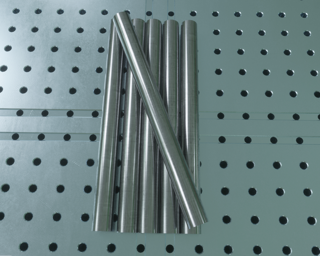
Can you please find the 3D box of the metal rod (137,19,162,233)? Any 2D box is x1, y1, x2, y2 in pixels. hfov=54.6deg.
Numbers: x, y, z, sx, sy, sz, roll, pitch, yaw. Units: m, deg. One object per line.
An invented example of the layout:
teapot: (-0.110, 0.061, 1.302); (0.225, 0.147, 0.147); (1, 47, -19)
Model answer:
metal rod: (-0.012, -0.016, 0.417); (0.025, 0.025, 0.299); (1, 70, 0)

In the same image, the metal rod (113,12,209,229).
metal rod: (-0.006, -0.024, 0.394); (0.025, 0.025, 0.299); (-18, 71, -6)

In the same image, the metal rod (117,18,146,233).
metal rod: (-0.036, -0.017, 0.417); (0.025, 0.025, 0.299); (1, 70, 0)

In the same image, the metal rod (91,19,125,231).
metal rod: (-0.066, -0.018, 0.417); (0.025, 0.025, 0.299); (1, 70, 0)

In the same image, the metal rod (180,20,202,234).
metal rod: (0.040, -0.015, 0.418); (0.025, 0.025, 0.299); (1, 70, 0)

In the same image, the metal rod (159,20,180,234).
metal rod: (0.014, -0.016, 0.418); (0.025, 0.025, 0.299); (1, 70, 0)
